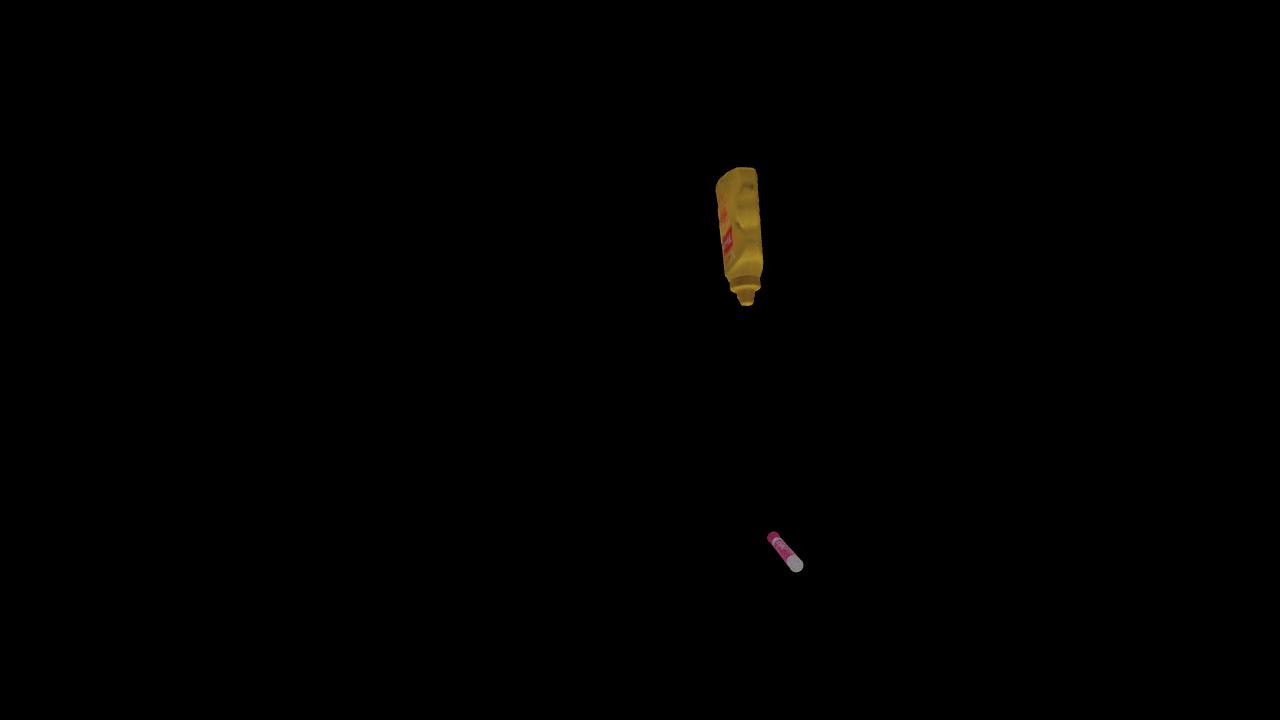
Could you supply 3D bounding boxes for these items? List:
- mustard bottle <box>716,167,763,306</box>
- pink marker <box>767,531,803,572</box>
[{"bbox_3d":[0.142,-0.165,0.857,0.054,0.184,0.092,-1,-9,-15],"label":"mustard bottle"},{"bbox_3d":[0.203,0.268,0.868,0.020,0.020,0.121,0,2,-3],"label":"pink marker"}]
